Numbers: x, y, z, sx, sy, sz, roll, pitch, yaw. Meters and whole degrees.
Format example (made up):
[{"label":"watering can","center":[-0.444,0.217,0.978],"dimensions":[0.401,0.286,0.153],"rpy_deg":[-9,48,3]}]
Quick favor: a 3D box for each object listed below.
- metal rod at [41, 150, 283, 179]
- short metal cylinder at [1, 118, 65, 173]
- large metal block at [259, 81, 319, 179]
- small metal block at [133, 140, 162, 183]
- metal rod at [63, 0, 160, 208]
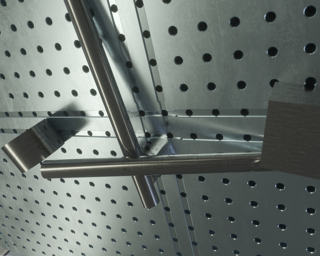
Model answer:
[{"label":"metal rod","center":[-0.006,0.047,0.389],"dimensions":[0.301,0.025,0.025],"rpy_deg":[-4,118,11]},{"label":"short metal cylinder","center":[-0.202,0.028,0.497],"dimensions":[0.080,0.080,0.050],"rpy_deg":[-26,104,36]},{"label":"large metal block","center":[0.152,0.003,0.317],"dimensions":[0.080,0.050,0.079],"rpy_deg":[10,123,22]},{"label":"small metal block","center":[-0.026,0.048,0.453],"dimensions":[0.050,0.025,0.050],"rpy_deg":[15,125,19]},{"label":"metal rod","center":[-0.059,-0.030,0.401],"dimensions":[0.025,0.025,0.298],"rpy_deg":[-10,107,32]}]
